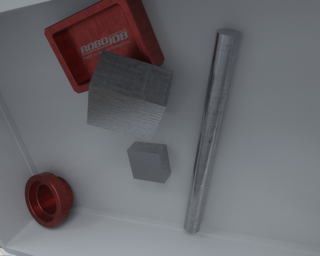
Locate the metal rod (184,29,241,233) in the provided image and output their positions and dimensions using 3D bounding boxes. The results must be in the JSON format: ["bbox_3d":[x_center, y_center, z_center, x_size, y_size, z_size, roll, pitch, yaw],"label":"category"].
[{"bbox_3d":[0.059,0.028,0.393,0.025,0.025,0.298,17,125,18],"label":"metal rod"}]

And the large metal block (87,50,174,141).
[{"bbox_3d":[-0.036,-0.034,0.358,0.080,0.050,0.080,16,149,-6],"label":"large metal block"}]

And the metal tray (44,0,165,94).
[{"bbox_3d":[-0.070,-0.100,0.378,0.130,0.030,0.090,-10,113,32],"label":"metal tray"}]

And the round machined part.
[{"bbox_3d":[-0.197,0.127,0.565,0.098,0.042,0.097,7,103,32],"label":"round machined part"}]

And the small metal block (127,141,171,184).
[{"bbox_3d":[-0.015,0.049,0.445,0.050,0.025,0.050,4,121,25],"label":"small metal block"}]
